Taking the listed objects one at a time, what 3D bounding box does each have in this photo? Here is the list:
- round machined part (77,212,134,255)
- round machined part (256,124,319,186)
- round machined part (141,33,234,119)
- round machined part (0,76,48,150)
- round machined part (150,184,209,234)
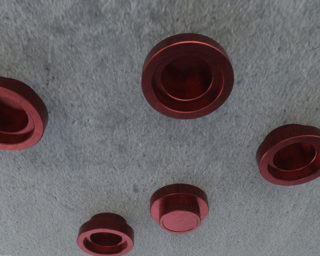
[{"bbox_3d":[-0.095,0.189,0.555,0.099,0.042,0.097,-1,130,0],"label":"round machined part"},{"bbox_3d":[0.182,0.033,0.427,0.099,0.042,0.097,-1,130,0],"label":"round machined part"},{"bbox_3d":[0.029,-0.060,0.346,0.099,0.042,0.097,-1,130,0],"label":"round machined part"},{"bbox_3d":[-0.186,-0.022,0.375,0.099,0.042,0.097,-1,130,0],"label":"round machined part"},{"bbox_3d":[0.032,0.140,0.516,0.099,0.042,0.097,-1,130,0],"label":"round machined part"}]
